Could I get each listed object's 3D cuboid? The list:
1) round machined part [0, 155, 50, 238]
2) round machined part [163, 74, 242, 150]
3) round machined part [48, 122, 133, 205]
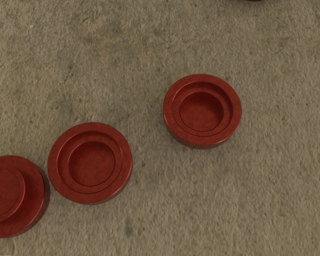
[{"bbox_3d":[-0.187,0.079,0.368,0.099,0.042,0.098,0,70,-1],"label":"round machined part"},{"bbox_3d":[0.053,-0.018,0.406,0.099,0.042,0.098,0,70,-1],"label":"round machined part"},{"bbox_3d":[-0.082,0.045,0.382,0.099,0.042,0.098,0,70,-1],"label":"round machined part"}]
